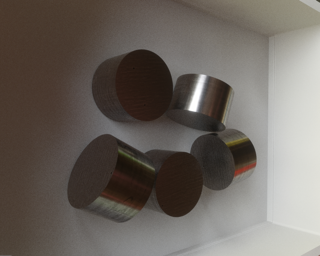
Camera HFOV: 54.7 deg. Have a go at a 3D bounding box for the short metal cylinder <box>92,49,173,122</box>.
[{"bbox_3d":[-0.031,-0.047,0.363,0.081,0.050,0.079,0,90,-40],"label":"short metal cylinder"}]

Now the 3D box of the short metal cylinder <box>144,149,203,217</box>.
[{"bbox_3d":[0.010,0.069,0.398,0.081,0.050,0.079,0,90,-40],"label":"short metal cylinder"}]

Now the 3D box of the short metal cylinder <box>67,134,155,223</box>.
[{"bbox_3d":[-0.052,0.053,0.326,0.050,0.080,0.080,34,69,-35],"label":"short metal cylinder"}]

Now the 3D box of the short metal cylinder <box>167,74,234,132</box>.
[{"bbox_3d":[0.055,-0.032,0.418,0.080,0.080,0.050,27,73,-37],"label":"short metal cylinder"}]

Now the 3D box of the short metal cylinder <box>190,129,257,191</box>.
[{"bbox_3d":[0.090,0.044,0.447,0.050,0.080,0.079,-12,98,-40],"label":"short metal cylinder"}]
